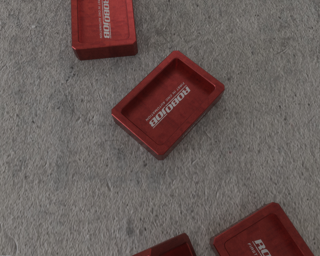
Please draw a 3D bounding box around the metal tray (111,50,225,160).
[{"bbox_3d":[0.012,-0.033,0.417,0.090,0.030,0.130,40,75,13],"label":"metal tray"}]

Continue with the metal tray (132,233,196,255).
[{"bbox_3d":[0.022,0.179,0.306,0.030,0.090,0.130,-31,70,21],"label":"metal tray"}]

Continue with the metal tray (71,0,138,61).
[{"bbox_3d":[-0.084,-0.168,0.466,0.091,0.030,0.130,-6,70,-3],"label":"metal tray"}]

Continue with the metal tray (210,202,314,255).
[{"bbox_3d":[0.128,0.162,0.346,0.090,0.030,0.130,-28,73,-10],"label":"metal tray"}]
